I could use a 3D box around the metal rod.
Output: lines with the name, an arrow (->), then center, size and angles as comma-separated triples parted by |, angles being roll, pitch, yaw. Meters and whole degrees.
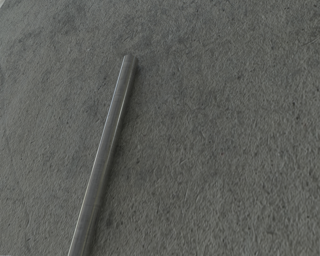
metal rod -> -0.071, 0.022, 0.428 | 0.025, 0.025, 0.300 | -4, 60, 26
